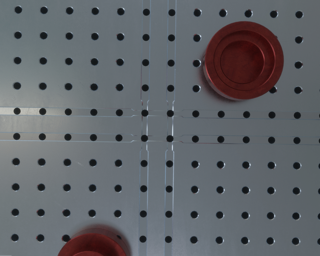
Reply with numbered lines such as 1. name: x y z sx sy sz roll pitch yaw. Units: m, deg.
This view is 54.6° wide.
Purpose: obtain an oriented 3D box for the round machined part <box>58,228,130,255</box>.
1. round machined part: -0.089 0.186 0.404 0.099 0.042 0.097 0 90 0

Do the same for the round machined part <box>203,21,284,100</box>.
1. round machined part: 0.105 -0.084 0.405 0.099 0.042 0.097 0 90 0
